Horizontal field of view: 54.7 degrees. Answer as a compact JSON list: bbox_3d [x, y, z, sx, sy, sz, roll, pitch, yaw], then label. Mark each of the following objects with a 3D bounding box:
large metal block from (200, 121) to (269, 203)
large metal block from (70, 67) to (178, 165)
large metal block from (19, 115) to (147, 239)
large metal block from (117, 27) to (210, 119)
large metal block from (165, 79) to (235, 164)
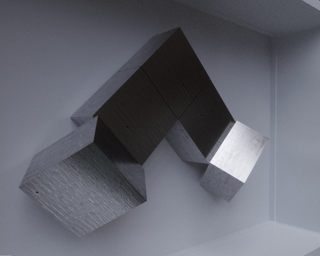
[{"bbox_3d":[0.106,0.050,0.449,0.080,0.050,0.080,-51,164,-27],"label":"large metal block"},{"bbox_3d":[-0.038,-0.011,0.356,0.080,0.050,0.080,-51,120,-27],"label":"large metal block"},{"bbox_3d":[-0.070,0.048,0.301,0.080,0.050,0.080,-31,117,10],"label":"large metal block"},{"bbox_3d":[0.007,-0.067,0.393,0.080,0.050,0.080,-51,120,-27],"label":"large metal block"},{"bbox_3d":[0.050,-0.009,0.429,0.080,0.050,0.080,-51,120,-27],"label":"large metal block"}]
